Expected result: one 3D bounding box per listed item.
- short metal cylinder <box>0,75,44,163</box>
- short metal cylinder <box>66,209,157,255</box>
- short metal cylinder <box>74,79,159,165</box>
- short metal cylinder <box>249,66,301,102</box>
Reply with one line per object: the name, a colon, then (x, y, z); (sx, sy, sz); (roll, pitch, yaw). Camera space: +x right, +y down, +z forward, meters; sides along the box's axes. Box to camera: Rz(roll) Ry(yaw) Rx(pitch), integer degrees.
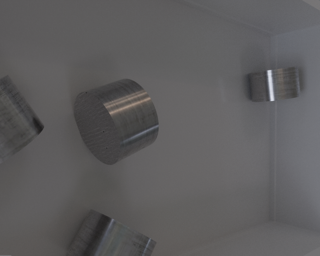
short metal cylinder: (-0.144, -0.001, 0.250); (0.080, 0.080, 0.050); (-42, 116, -32)
short metal cylinder: (-0.051, 0.128, 0.329); (0.080, 0.080, 0.050); (41, 65, -33)
short metal cylinder: (-0.047, -0.007, 0.331); (0.050, 0.080, 0.080); (-27, 107, -37)
short metal cylinder: (0.198, -0.076, 0.536); (0.081, 0.080, 0.050); (-14, 100, -39)
